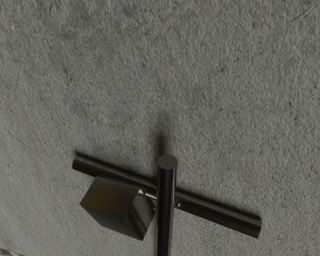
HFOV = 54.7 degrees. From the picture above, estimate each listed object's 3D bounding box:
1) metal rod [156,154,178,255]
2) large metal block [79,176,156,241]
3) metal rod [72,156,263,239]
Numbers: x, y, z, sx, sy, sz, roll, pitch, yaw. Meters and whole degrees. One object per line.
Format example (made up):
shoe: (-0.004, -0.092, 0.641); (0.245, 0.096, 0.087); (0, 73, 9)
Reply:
metal rod: (0.007, 0.154, 0.472); (0.025, 0.025, 0.298); (18, 133, 18)
large metal block: (-0.063, 0.125, 0.482); (0.080, 0.050, 0.080); (10, 144, 27)
metal rod: (-0.001, 0.098, 0.468); (0.301, 0.025, 0.025); (16, 125, 18)
